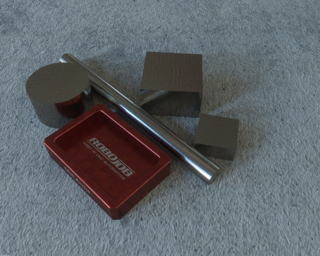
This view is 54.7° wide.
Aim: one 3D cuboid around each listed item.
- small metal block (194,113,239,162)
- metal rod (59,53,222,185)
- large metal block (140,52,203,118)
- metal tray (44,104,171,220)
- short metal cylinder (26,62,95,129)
[{"bbox_3d":[0.072,0.011,0.397,0.050,0.025,0.050,10,51,8],"label":"small metal block"},{"bbox_3d":[-0.043,-0.026,0.425,0.300,0.025,0.025,38,59,27],"label":"metal rod"},{"bbox_3d":[0.017,-0.062,0.441,0.080,0.050,0.080,3,50,2],"label":"large metal block"},{"bbox_3d":[-0.063,0.034,0.372,0.130,0.030,0.090,37,59,26],"label":"metal tray"},{"bbox_3d":[-0.134,-0.045,0.424,0.081,0.050,0.080,0,50,0],"label":"short metal cylinder"}]
